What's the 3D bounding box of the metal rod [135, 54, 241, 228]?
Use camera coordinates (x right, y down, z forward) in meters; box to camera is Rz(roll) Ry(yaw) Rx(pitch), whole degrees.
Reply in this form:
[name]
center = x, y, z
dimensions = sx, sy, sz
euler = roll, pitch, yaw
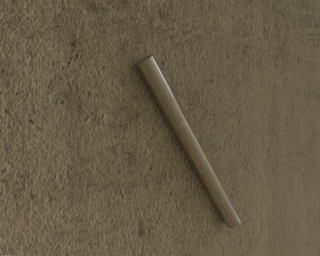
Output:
[metal rod]
center = 0.049, 0.034, 0.444
dimensions = 0.025, 0.025, 0.299
euler = -45, 117, -31
